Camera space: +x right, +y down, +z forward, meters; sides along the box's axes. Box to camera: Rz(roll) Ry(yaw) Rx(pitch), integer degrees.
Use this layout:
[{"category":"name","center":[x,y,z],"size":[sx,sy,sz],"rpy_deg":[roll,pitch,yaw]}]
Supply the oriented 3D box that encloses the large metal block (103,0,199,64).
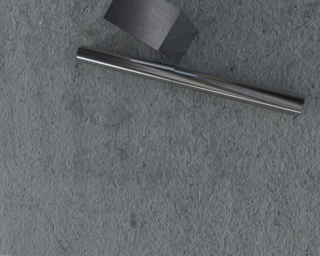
[{"category":"large metal block","center":[-0.008,-0.127,0.382],"size":[0.080,0.080,0.050],"rpy_deg":[34,101,16]}]

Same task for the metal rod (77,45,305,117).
[{"category":"metal rod","center":[0.025,-0.066,0.399],"size":[0.301,0.025,0.025],"rpy_deg":[17,96,18]}]
